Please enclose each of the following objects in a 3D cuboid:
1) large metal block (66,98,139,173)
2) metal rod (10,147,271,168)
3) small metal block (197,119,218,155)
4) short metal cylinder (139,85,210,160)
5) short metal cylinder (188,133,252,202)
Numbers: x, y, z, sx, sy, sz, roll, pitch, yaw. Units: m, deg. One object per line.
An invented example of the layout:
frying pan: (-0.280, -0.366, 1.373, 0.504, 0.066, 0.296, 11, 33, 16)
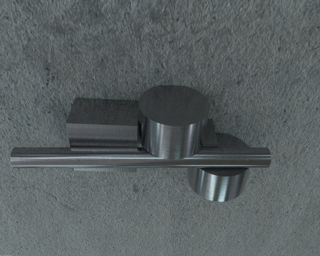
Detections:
large metal block: (-0.068, 0.010, 0.396, 0.081, 0.050, 0.079, 2, 130, -3)
metal rod: (-0.020, 0.036, 0.372, 0.302, 0.025, 0.025, 0, 130, -2)
small metal block: (0.045, 0.013, 0.402, 0.050, 0.050, 0.025, 1, 130, -1)
short metal cylinder: (0.015, -0.009, 0.366, 0.081, 0.080, 0.050, 2, 130, -2)
short metal cylinder: (0.079, 0.051, 0.417, 0.081, 0.080, 0.050, 0, 130, -1)
